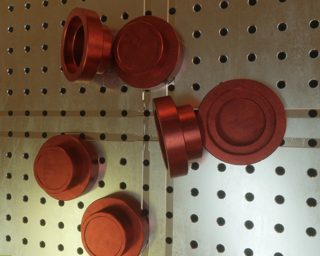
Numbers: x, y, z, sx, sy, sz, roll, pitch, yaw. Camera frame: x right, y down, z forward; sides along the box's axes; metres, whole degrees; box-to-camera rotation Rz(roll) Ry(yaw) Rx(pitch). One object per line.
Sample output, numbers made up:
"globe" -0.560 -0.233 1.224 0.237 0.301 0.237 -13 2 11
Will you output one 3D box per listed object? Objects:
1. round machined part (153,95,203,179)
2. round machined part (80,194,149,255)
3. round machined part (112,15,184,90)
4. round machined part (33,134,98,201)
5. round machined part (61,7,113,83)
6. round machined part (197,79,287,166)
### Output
"round machined part" 0.022 0.008 0.371 0.042 0.098 0.098 -12 86 -4
"round machined part" -0.069 0.145 0.428 0.098 0.042 0.097 0 90 20
"round machined part" -0.021 -0.101 0.412 0.098 0.042 0.097 0 90 20
"round machined part" -0.144 0.059 0.455 0.098 0.042 0.097 0 90 20
"round machined part" -0.098 -0.110 0.423 0.098 0.042 0.097 0 90 54
"round machined part" 0.095 -0.006 0.367 0.098 0.042 0.097 0 89 15
